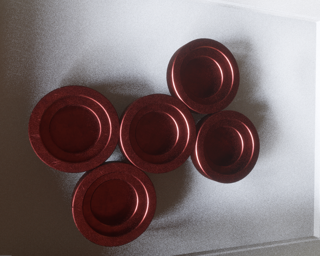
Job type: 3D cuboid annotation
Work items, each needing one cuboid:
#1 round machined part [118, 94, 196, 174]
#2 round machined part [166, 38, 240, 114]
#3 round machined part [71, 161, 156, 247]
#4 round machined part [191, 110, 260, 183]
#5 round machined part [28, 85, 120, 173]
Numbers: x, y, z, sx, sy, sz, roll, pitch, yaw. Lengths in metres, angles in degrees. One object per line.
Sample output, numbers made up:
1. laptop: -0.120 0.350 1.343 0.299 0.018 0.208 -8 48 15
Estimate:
1. round machined part: -0.007 0.007 0.395 0.099 0.042 0.097 0 90 -20
2. round machined part: 0.054 -0.067 0.419 0.099 0.042 0.097 0 90 -20
3. round machined part: -0.057 0.088 0.377 0.099 0.042 0.097 0 90 -20
4. round machined part: 0.085 0.025 0.430 0.099 0.042 0.097 0 90 -20
5. round machined part: -0.100 0.001 0.362 0.099 0.042 0.097 0 90 -20
